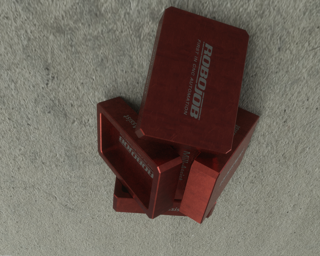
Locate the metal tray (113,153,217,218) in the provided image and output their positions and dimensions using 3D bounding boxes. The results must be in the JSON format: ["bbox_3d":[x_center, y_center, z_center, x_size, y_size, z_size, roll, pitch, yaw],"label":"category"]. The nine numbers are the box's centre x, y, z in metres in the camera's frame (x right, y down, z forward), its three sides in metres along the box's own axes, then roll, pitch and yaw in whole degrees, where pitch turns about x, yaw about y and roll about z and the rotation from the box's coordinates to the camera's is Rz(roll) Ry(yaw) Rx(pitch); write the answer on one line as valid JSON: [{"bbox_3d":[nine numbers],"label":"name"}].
[{"bbox_3d":[0.005,0.074,0.428,0.131,0.090,0.030,5,130,-5],"label":"metal tray"}]

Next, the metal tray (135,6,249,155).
[{"bbox_3d":[0.033,-0.045,0.310,0.091,0.129,0.030,14,170,-12],"label":"metal tray"}]

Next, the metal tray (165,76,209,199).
[{"bbox_3d":[0.025,0.013,0.377,0.030,0.090,0.129,5,130,-5],"label":"metal tray"}]

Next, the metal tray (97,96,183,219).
[{"bbox_3d":[-0.031,0.033,0.373,0.030,0.130,0.089,-22,138,-31],"label":"metal tray"}]

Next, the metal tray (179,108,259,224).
[{"bbox_3d":[0.075,0.042,0.380,0.030,0.131,0.089,27,134,21],"label":"metal tray"}]
